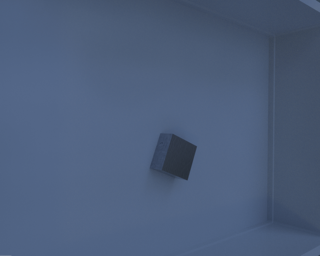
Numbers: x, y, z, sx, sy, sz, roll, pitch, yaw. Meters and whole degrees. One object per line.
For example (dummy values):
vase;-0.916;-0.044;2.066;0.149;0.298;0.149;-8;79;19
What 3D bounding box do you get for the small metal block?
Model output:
small metal block;0.019;0.040;0.425;0.050;0.025;0.050;28;73;-37
